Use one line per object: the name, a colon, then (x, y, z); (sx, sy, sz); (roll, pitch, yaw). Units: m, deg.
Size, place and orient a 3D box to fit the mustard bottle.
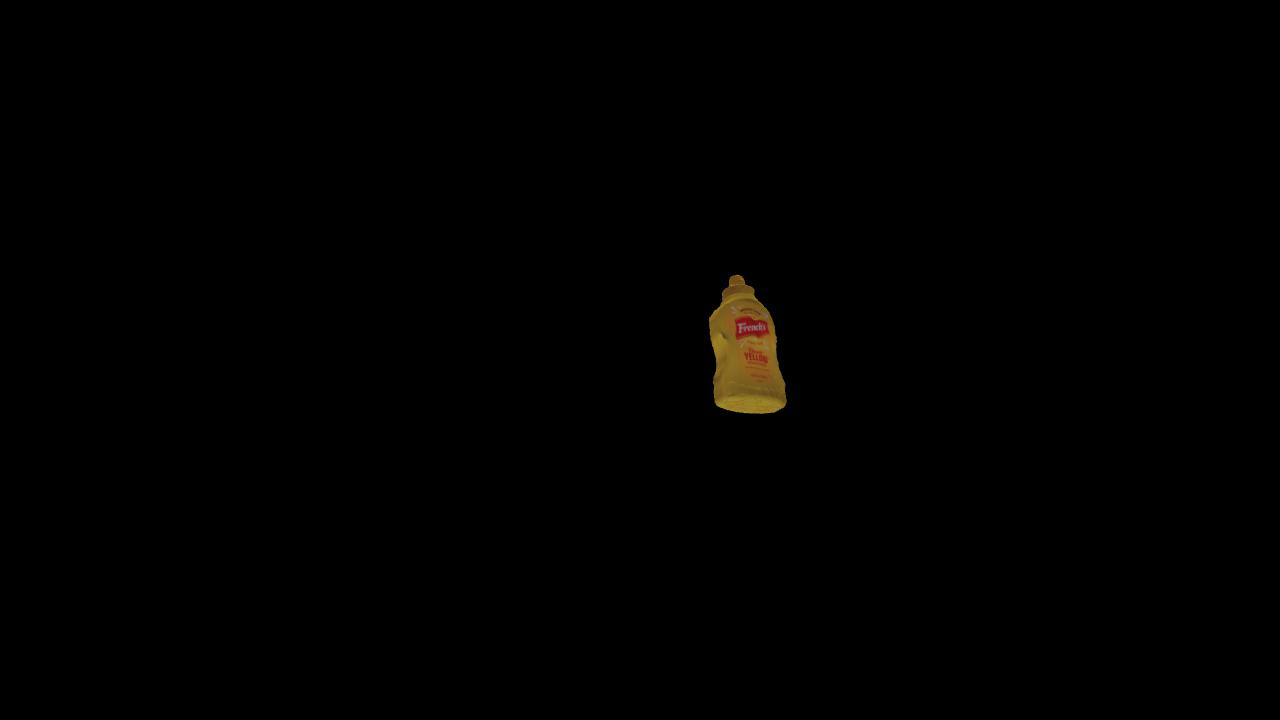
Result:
mustard bottle: (0.130, -0.027, 0.777); (0.092, 0.184, 0.054); (5, -26, -16)
